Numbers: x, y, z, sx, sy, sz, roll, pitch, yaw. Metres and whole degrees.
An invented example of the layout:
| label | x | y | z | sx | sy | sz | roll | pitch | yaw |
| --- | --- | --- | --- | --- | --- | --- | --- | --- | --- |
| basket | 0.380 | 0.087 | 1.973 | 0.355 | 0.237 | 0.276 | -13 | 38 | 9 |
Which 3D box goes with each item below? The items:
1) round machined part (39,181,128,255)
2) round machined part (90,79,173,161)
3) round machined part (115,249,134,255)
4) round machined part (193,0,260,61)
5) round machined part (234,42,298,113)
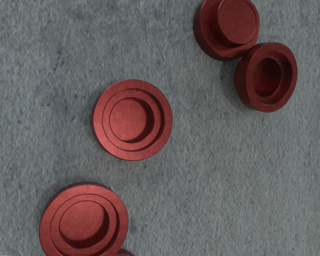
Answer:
| label | x | y | z | sx | sy | sz | roll | pitch | yaw |
| --- | --- | --- | --- | --- | --- | --- | --- | --- | --- |
| round machined part | -0.091 | 0.112 | 0.367 | 0.099 | 0.042 | 0.097 | 0 | 90 | -21 |
| round machined part | -0.037 | -0.010 | 0.387 | 0.099 | 0.042 | 0.097 | 0 | 90 | -21 |
| round machined part | -0.061 | 0.203 | 0.379 | 0.099 | 0.042 | 0.097 | 0 | 90 | -21 |
| round machined part | 0.100 | -0.147 | 0.438 | 0.099 | 0.042 | 0.097 | 0 | 90 | -20 |
| round machined part | 0.148 | -0.074 | 0.449 | 0.099 | 0.042 | 0.097 | -7 | 105 | -26 |
